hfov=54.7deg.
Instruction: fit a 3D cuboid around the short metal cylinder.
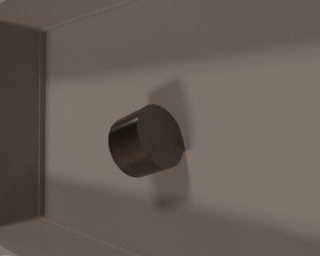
[{"bbox_3d":[-0.016,0.017,0.382,0.050,0.081,0.080,-24,75,37],"label":"short metal cylinder"}]
